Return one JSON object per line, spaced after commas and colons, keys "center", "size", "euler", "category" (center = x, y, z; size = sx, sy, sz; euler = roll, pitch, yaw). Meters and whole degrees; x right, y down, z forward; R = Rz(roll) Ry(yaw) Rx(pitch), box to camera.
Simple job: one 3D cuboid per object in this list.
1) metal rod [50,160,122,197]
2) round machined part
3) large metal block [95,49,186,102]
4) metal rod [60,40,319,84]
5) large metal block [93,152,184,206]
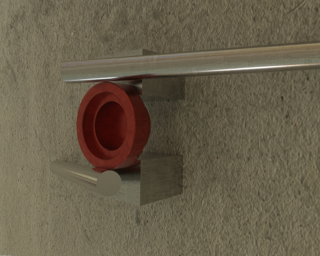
{"center": [-0.118, 0.062, 0.429], "size": [0.299, 0.025, 0.025], "euler": [-7, 85, 62], "category": "metal rod"}
{"center": [-0.049, -0.002, 0.357], "size": [0.098, 0.042, 0.097], "euler": [0, 90, 39], "category": "round machined part"}
{"center": [-0.024, -0.061, 0.388], "size": [0.080, 0.081, 0.050], "euler": [2, 91, 39], "category": "large metal block"}
{"center": [0.040, -0.063, 0.302], "size": [0.301, 0.025, 0.025], "euler": [0, 90, 17], "category": "metal rod"}
{"center": [-0.026, 0.058, 0.390], "size": [0.080, 0.081, 0.050], "euler": [2, 91, 39], "category": "large metal block"}
